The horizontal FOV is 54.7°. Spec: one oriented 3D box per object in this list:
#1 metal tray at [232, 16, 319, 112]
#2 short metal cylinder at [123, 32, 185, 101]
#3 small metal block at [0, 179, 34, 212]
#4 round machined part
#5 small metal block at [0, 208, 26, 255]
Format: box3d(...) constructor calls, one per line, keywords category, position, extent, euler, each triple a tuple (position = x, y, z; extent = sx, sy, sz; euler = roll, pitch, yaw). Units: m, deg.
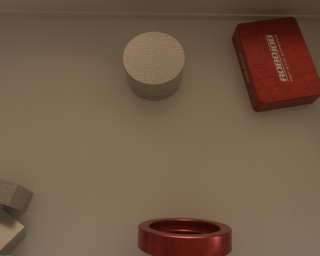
box3d(category="metal tray", position=(0.165, -0.093, 0.443), extent=(0.091, 0.030, 0.129), euler=(-9, 70, -4))
box3d(category="short metal cylinder", position=(-0.008, -0.084, 0.427), extent=(0.081, 0.050, 0.080), euler=(0, 70, 0))
box3d(category="small metal block", position=(-0.186, 0.077, 0.365), extent=(0.050, 0.050, 0.025), euler=(14, 67, 5))
box3d(category="round machined part", position=(0.026, 0.125, 0.327), extent=(0.099, 0.098, 0.042), euler=(1, 84, 0))
box3d(category="small metal block", position=(-0.192, 0.122, 0.352), extent=(0.050, 0.025, 0.050), euler=(32, 47, 11))
